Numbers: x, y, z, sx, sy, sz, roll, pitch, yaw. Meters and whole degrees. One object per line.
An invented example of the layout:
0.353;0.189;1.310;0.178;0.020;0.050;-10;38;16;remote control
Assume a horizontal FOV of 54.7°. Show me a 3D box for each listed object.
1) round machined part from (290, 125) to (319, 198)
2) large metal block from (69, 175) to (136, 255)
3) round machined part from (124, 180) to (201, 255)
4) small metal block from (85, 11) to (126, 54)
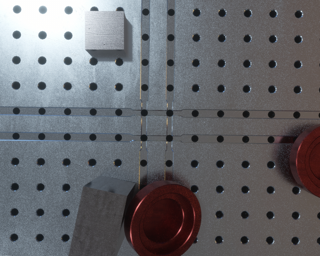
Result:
0.219;0.042;0.406;0.099;0.042;0.097;0;90;0;round machined part
-0.068;0.109;0.384;0.050;0.080;0.080;12;90;2;large metal block
0.000;0.114;0.392;0.099;0.042;0.097;-3;96;-28;round machined part
-0.072;-0.126;0.413;0.050;0.025;0.050;0;90;0;small metal block
